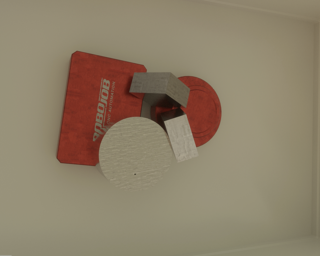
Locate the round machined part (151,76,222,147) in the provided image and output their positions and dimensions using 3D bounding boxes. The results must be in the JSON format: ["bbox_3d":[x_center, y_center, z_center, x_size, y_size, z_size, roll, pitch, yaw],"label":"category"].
[{"bbox_3d":[0.041,-0.022,0.416,0.099,0.042,0.097,0,90,-21],"label":"round machined part"}]

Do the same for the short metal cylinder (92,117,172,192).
[{"bbox_3d":[-0.033,0.028,0.352,0.081,0.050,0.079,0,90,-21],"label":"short metal cylinder"}]

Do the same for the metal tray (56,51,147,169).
[{"bbox_3d":[-0.071,-0.019,0.378,0.091,0.030,0.129,8,87,-20],"label":"metal tray"}]

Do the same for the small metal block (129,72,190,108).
[{"bbox_3d":[0.001,-0.045,0.370,0.050,0.050,0.025,28,72,-55],"label":"small metal block"}]

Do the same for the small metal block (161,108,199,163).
[{"bbox_3d":[0.022,0.007,0.363,0.025,0.050,0.050,-18,103,-1],"label":"small metal block"}]
